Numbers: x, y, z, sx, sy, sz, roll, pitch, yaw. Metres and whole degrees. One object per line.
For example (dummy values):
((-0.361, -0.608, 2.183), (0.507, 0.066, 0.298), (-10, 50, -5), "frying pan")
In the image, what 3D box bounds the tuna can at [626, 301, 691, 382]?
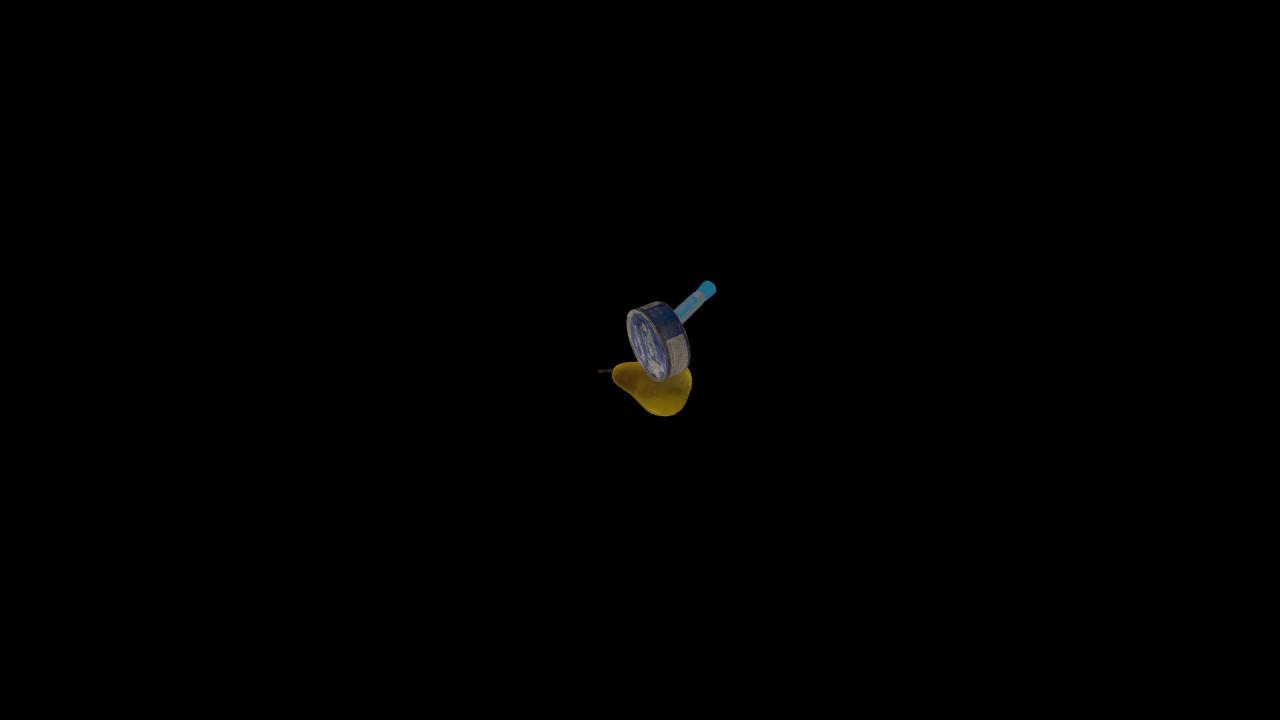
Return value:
((0.020, -0.021, 0.667), (0.034, 0.084, 0.084), (-23, 9, -21), "tuna can")

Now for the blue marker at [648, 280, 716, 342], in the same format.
((0.050, -0.054, 0.681), (0.020, 0.020, 0.121), (0, 33, 42), "blue marker")

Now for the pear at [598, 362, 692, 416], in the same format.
((0.005, 0.022, 0.741), (0.111, 0.080, 0.080), (21, -2, -5), "pear")
